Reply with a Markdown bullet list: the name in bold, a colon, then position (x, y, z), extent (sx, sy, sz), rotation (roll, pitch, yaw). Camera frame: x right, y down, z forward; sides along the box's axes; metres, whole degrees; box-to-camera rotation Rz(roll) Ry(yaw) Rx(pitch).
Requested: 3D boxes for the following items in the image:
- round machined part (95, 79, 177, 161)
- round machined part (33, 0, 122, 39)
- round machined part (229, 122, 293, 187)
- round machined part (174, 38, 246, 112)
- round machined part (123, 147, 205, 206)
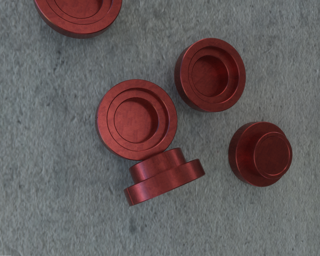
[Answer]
- **round machined part**: position (-0.032, -0.009, 0.386), extent (0.099, 0.042, 0.097), rotation (2, 85, -19)
- **round machined part**: position (-0.097, -0.154, 0.364), extent (0.099, 0.042, 0.097), rotation (0, 90, -21)
- **round machined part**: position (0.155, 0.039, 0.459), extent (0.099, 0.042, 0.097), rotation (0, 90, -21)
- **round machined part**: position (0.064, -0.070, 0.425), extent (0.099, 0.042, 0.097), rotation (0, 90, -21)
- **round machined part**: position (0.001, 0.055, 0.374), extent (0.099, 0.098, 0.042), rotation (-20, 80, -19)
